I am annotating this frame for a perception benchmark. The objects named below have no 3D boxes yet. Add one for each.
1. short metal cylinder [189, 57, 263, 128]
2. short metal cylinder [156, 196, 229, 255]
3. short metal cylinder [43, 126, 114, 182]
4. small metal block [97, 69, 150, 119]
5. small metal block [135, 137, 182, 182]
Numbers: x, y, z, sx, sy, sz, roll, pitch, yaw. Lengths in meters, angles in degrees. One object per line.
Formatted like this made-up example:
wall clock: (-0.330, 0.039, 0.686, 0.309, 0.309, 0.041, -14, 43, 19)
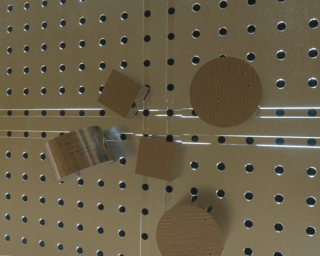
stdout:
short metal cylinder: (0.081, -0.040, 0.371, 0.080, 0.050, 0.079, 0, 90, 20)
short metal cylinder: (0.042, 0.129, 0.384, 0.080, 0.050, 0.079, 0, 90, 20)
short metal cylinder: (-0.110, 0.036, 0.422, 0.080, 0.080, 0.050, -25, 82, 18)
small metal block: (-0.051, -0.047, 0.430, 0.050, 0.025, 0.050, 32, 100, 17)
small metal block: (-0.002, 0.040, 0.413, 0.050, 0.025, 0.050, 10, 93, 19)
